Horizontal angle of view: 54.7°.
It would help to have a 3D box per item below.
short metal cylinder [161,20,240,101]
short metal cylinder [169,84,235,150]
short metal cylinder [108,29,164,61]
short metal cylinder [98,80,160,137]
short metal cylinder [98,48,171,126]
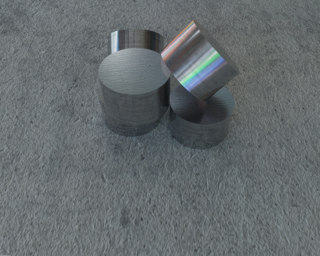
[{"bbox_3d":[0.047,-0.078,0.361,0.050,0.080,0.080,-41,49,22],"label":"short metal cylinder"},{"bbox_3d":[0.052,-0.019,0.404,0.081,0.050,0.080,0,50,0],"label":"short metal cylinder"},{"bbox_3d":[-0.035,-0.105,0.449,0.081,0.080,0.050,0,89,-1],"label":"short metal cylinder"},{"bbox_3d":[-0.039,-0.034,0.416,0.081,0.050,0.080,0,50,0],"label":"short metal cylinder"},{"bbox_3d":[-0.028,-0.049,0.364,0.081,0.050,0.080,0,50,0],"label":"short metal cylinder"}]
